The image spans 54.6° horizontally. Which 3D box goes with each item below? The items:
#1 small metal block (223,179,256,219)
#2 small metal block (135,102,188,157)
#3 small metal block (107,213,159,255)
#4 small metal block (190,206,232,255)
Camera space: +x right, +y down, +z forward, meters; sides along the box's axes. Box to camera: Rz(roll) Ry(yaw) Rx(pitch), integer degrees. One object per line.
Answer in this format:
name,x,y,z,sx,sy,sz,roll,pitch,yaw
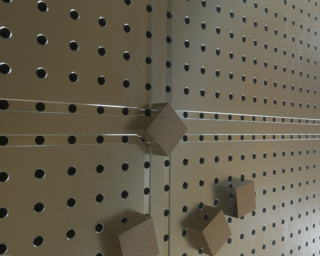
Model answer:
small metal block,0.134,0.117,0.521,0.050,0.025,0.050,-10,96,-39
small metal block,0.003,0.002,0.411,0.050,0.025,0.050,52,60,-27
small metal block,-0.032,0.141,0.382,0.050,0.025,0.050,-18,101,-38
small metal block,0.079,0.157,0.474,0.050,0.025,0.050,-36,112,-34
